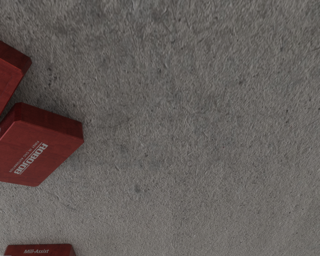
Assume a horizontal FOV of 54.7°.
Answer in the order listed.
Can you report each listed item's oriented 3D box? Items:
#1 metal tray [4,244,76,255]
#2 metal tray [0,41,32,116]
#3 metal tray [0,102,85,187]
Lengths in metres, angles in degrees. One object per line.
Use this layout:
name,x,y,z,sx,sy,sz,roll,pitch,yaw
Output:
metal tray,-0.241,0.276,0.635,0.131,0.030,0.089,-2,130,1
metal tray,-0.220,-0.051,0.357,0.090,0.030,0.129,31,123,-24
metal tray,-0.174,0.028,0.409,0.090,0.030,0.130,22,129,-41
